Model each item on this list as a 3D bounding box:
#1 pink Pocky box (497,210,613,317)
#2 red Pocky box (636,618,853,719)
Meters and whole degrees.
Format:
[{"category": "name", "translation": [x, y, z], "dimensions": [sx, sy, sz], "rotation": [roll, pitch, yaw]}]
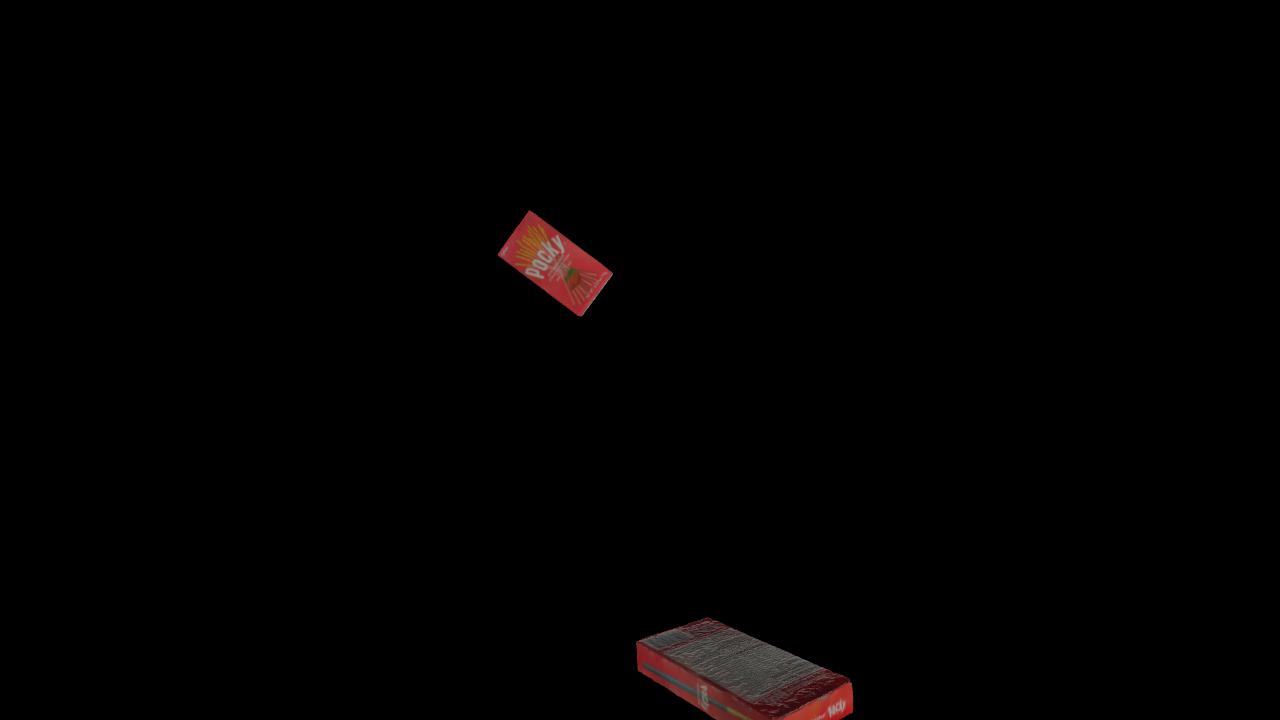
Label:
[{"category": "pink Pocky box", "translation": [-0.126, -0.143, 0.916], "dimensions": [0.155, 0.084, 0.029], "rotation": [37, 5, 0]}, {"category": "red Pocky box", "translation": [0.073, 0.240, 0.469], "dimensions": [0.083, 0.028, 0.155], "rotation": [0, -3, -35]}]
